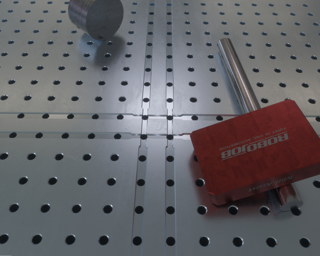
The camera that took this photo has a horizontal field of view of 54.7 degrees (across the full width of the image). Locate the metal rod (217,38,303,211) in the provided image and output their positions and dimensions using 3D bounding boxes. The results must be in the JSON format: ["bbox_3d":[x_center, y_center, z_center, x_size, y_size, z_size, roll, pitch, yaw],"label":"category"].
[{"bbox_3d":[0.126,-0.029,0.432,0.025,0.025,0.300,-5,50,-4],"label":"metal rod"}]

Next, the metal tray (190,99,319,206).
[{"bbox_3d":[0.109,0.026,0.358,0.131,0.030,0.090,-19,49,6],"label":"metal tray"}]

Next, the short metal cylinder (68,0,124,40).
[{"bbox_3d":[-0.111,-0.201,0.540,0.080,0.080,0.050,-37,60,-27],"label":"short metal cylinder"}]
